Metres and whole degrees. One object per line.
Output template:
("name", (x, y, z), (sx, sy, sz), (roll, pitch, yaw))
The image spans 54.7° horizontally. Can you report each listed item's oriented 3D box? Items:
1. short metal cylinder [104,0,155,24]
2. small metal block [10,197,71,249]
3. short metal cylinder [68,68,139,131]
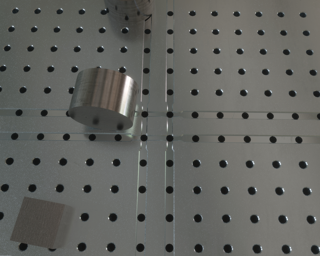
("short metal cylinder", (-0.048, -0.208, 0.474), (0.081, 0.050, 0.080), (0, 70, 0))
("small metal block", (-0.141, 0.113, 0.369), (0.050, 0.025, 0.050), (10, 70, 3))
("short metal cylinder", (-0.070, -0.034, 0.394), (0.080, 0.080, 0.050), (7, 70, 2))
